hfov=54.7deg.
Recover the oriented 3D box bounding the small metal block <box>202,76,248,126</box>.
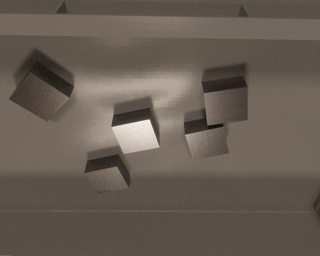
[{"bbox_3d":[0.080,-0.033,0.382,0.050,0.025,0.050,-8,130,6],"label":"small metal block"}]

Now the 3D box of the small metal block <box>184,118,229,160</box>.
[{"bbox_3d":[0.063,0.014,0.422,0.050,0.025,0.050,-13,129,10],"label":"small metal block"}]

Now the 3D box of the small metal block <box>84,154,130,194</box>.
[{"bbox_3d":[-0.078,0.070,0.468,0.050,0.025,0.050,-13,129,10],"label":"small metal block"}]

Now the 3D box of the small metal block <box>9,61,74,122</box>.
[{"bbox_3d":[-0.141,-0.042,0.371,0.050,0.025,0.050,36,121,-27],"label":"small metal block"}]

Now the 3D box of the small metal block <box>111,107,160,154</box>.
[{"bbox_3d":[-0.031,0.004,0.412,0.050,0.025,0.050,-11,130,9],"label":"small metal block"}]
